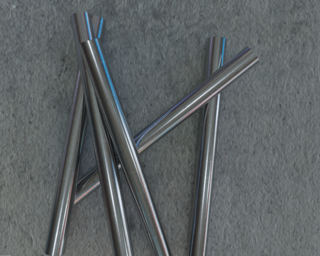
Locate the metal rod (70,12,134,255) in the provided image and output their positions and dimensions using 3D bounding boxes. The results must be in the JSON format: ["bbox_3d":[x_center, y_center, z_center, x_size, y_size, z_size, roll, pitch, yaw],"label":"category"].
[{"bbox_3d":[-0.070,0.011,0.375,0.025,0.025,0.298,-10,90,0],"label":"metal rod"}]

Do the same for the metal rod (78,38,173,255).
[{"bbox_3d":[-0.035,0.043,0.375,0.025,0.025,0.298,-17,104,0],"label":"metal rod"}]

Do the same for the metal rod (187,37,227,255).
[{"bbox_3d":[0.062,0.031,0.410,0.025,0.025,0.298,5,90,-1],"label":"metal rod"}]

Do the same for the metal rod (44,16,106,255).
[{"bbox_3d":[-0.106,0.004,0.392,0.025,0.025,0.298,9,83,-1],"label":"metal rod"}]

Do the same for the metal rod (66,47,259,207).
[{"bbox_3d":[-0.004,0.003,0.394,0.300,0.025,0.025,-38,91,6],"label":"metal rod"}]
